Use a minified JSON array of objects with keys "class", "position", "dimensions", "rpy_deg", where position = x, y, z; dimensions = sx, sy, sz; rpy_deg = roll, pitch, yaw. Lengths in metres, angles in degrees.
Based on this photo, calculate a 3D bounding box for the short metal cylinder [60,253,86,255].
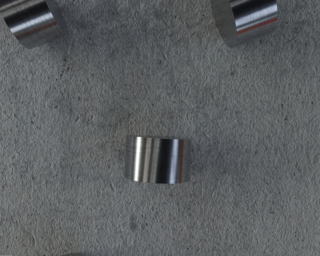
[{"class":"short metal cylinder","position":[-0.125,0.197,0.382],"dimensions":[0.080,0.080,0.050],"rpy_deg":[-13,90,0]}]

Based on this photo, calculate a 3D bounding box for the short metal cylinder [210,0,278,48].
[{"class":"short metal cylinder","position":[0.101,-0.146,0.383],"dimensions":[0.050,0.080,0.080],"rpy_deg":[-21,90,0]}]

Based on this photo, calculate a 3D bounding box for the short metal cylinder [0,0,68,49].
[{"class":"short metal cylinder","position":[-0.156,-0.144,0.381],"dimensions":[0.050,0.080,0.080],"rpy_deg":[-22,90,0]}]

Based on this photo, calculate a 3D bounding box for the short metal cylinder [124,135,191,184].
[{"class":"short metal cylinder","position":[-0.003,0.036,0.382],"dimensions":[0.080,0.080,0.050],"rpy_deg":[3,90,0]}]
